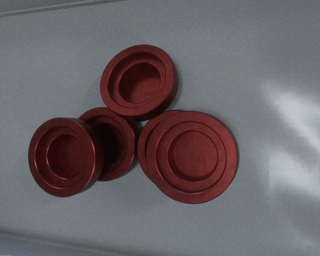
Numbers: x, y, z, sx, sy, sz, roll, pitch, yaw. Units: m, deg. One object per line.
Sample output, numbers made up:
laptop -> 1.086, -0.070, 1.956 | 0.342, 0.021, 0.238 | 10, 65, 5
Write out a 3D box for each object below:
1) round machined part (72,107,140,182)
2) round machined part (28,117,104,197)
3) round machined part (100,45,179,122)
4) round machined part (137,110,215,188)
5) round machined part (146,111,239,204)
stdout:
round machined part -> -0.070, 0.021, 0.425 | 0.098, 0.042, 0.097 | 0, 90, 20
round machined part -> -0.114, 0.035, 0.396 | 0.098, 0.042, 0.097 | 0, 90, 20
round machined part -> -0.023, -0.053, 0.397 | 0.098, 0.042, 0.098 | -6, 70, 16
round machined part -> 0.025, 0.027, 0.392 | 0.098, 0.042, 0.097 | 0, 90, 20
round machined part -> 0.038, 0.031, 0.342 | 0.098, 0.042, 0.097 | 0, 90, 20
